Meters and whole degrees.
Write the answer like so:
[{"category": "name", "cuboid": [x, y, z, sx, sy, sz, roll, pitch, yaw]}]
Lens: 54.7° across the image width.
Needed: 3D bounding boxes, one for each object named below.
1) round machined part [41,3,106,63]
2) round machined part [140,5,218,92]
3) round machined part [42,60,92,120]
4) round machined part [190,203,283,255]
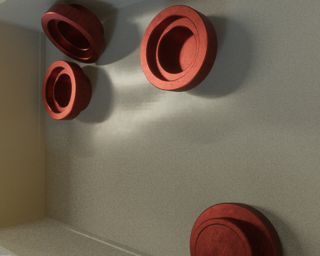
[{"category": "round machined part", "cuboid": [-0.126, -0.148, 0.473, 0.098, 0.098, 0.042, 6, 57, 39]}, {"category": "round machined part", "cuboid": [0.026, -0.092, 0.373, 0.098, 0.042, 0.097, 0, 90, 39]}, {"category": "round machined part", "cuboid": [-0.152, -0.062, 0.518, 0.098, 0.042, 0.097, 0, 90, 39]}, {"category": "round machined part", "cuboid": [0.072, 0.129, 0.324, 0.098, 0.042, 0.098, -10, 73, 37]}]
